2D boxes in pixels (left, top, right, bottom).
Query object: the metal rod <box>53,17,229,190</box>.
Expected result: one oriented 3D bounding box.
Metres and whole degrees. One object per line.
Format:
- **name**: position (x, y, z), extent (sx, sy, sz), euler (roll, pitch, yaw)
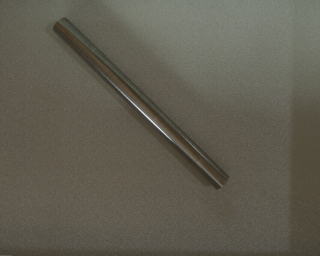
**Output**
- **metal rod**: position (-0.025, -0.032, 0.411), extent (0.300, 0.025, 0.025), euler (44, 90, 0)
